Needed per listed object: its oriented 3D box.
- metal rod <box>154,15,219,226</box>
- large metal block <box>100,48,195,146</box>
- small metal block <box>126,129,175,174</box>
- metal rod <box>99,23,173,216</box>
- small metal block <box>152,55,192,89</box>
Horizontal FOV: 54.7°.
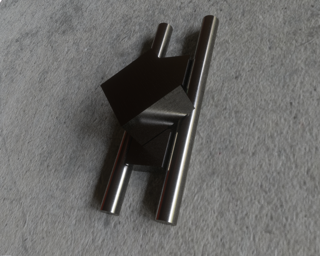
[{"bbox_3d":[0.041,-0.028,0.401,0.025,0.025,0.300,1,62,28],"label":"metal rod"},{"bbox_3d":[-0.016,-0.039,0.386,0.080,0.050,0.080,-35,52,4],"label":"large metal block"},{"bbox_3d":[-0.009,0.029,0.390,0.050,0.025,0.050,1,62,28],"label":"small metal block"},{"bbox_3d":[-0.026,-0.029,0.436,0.025,0.025,0.300,1,62,28],"label":"metal rod"},{"bbox_3d":[0.018,-0.074,0.438,0.050,0.025,0.050,1,62,28],"label":"small metal block"}]
